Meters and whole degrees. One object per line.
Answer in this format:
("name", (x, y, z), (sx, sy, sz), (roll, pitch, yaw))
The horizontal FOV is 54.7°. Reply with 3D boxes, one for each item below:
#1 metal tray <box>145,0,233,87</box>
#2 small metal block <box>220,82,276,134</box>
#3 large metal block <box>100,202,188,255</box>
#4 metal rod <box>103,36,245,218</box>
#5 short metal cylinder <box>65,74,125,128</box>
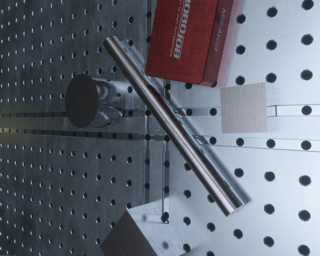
("metal tray", (0.034, -0.121, 0.377), (0.090, 0.030, 0.129), (17, 101, 38))
("small metal block", (0.094, -0.020, 0.331), (0.050, 0.025, 0.050), (-3, 88, 39))
("large metal block", (-0.024, 0.160, 0.411), (0.080, 0.050, 0.080), (49, 119, 28))
("metal rod", (0.004, -0.019, 0.403), (0.025, 0.025, 0.300), (-50, 61, 28))
("short metal cylinder", (-0.100, -0.040, 0.473), (0.080, 0.050, 0.079), (0, 90, 39))
